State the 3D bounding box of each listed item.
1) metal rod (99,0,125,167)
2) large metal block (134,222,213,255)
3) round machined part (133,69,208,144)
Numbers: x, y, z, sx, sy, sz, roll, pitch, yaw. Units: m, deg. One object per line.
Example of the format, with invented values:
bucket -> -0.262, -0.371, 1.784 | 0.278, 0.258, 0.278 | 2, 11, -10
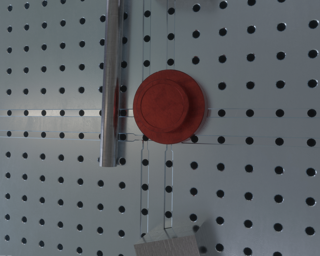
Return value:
metal rod -> -0.066, -0.095, 0.435 | 0.025, 0.025, 0.298 | 3, 91, 20
large metal block -> 0.023, 0.172, 0.391 | 0.080, 0.050, 0.080 | -16, 85, 19
round machined part -> 0.009, -0.027, 0.400 | 0.098, 0.042, 0.097 | 0, 90, 19
